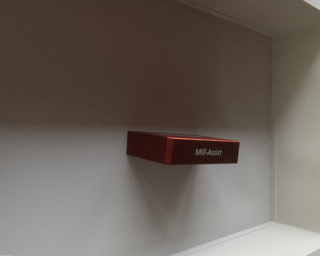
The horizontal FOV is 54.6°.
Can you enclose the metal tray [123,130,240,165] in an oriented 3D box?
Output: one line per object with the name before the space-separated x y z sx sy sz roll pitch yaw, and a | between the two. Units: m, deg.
metal tray | 0.030 0.025 0.405 0.131 0.090 0.030 5 92 -41
